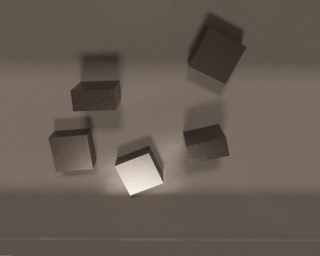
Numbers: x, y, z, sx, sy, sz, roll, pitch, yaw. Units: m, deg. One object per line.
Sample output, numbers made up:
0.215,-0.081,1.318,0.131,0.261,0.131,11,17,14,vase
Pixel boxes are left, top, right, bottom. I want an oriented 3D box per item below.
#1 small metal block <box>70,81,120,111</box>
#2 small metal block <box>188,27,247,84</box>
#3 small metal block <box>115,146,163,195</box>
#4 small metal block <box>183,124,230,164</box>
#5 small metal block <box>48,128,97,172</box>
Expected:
-0.077,-0.041,0.382,0.050,0.050,0.025,-2,110,0,small metal block
0.069,-0.089,0.380,0.050,0.025,0.050,24,108,-9,small metal block
-0.028,0.059,0.433,0.050,0.025,0.050,-22,109,7,small metal block
0.059,0.020,0.406,0.050,0.050,0.025,-13,110,4,small metal block
-0.117,0.030,0.421,0.050,0.025,0.050,-5,110,1,small metal block
